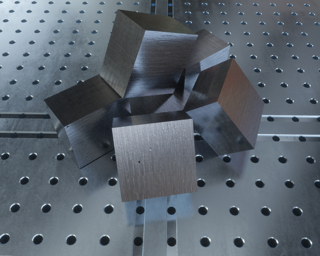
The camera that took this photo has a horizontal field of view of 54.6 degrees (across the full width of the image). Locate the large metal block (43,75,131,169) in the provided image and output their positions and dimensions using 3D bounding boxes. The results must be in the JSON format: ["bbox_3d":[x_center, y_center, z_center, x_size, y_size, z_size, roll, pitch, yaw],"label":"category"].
[{"bbox_3d":[-0.082,-0.010,0.378,0.080,0.080,0.050,-31,57,-23],"label":"large metal block"}]

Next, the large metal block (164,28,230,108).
[{"bbox_3d":[0.047,-0.081,0.441,0.080,0.080,0.050,-32,57,-24],"label":"large metal block"}]

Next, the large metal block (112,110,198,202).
[{"bbox_3d":[-0.006,0.028,0.339,0.080,0.080,0.050,-7,14,-6],"label":"large metal block"}]

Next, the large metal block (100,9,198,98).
[{"bbox_3d":[-0.014,-0.085,0.362,0.081,0.079,0.050,-12,46,-43],"label":"large metal block"}]

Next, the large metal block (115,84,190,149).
[{"bbox_3d":[-0.007,-0.024,0.413,0.080,0.050,0.080,-32,57,-24],"label":"large metal block"}]

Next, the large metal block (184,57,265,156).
[{"bbox_3d":[0.082,-0.025,0.384,0.050,0.080,0.080,-17,36,42],"label":"large metal block"}]
